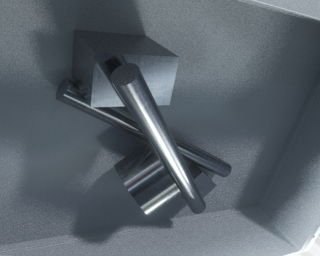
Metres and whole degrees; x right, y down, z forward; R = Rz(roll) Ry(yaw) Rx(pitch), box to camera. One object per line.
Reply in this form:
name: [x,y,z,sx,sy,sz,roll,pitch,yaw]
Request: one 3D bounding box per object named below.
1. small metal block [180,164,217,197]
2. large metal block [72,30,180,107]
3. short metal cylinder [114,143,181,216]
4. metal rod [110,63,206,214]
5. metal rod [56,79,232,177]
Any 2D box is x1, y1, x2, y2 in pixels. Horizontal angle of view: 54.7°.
small metal block: [0.055,0.091,0.496,0.050,0.025,0.050,-44,130,2]
large metal block: [-0.039,-0.062,0.314,0.081,0.080,0.050,-4,120,-27]
short metal cylinder: [-0.016,0.067,0.404,0.050,0.080,0.080,-35,129,-6]
metal rod: [0.016,0.039,0.366,0.025,0.025,0.299,-35,142,-6]
metal rod: [0.002,0.014,0.419,0.301,0.025,0.025,28,103,-38]
